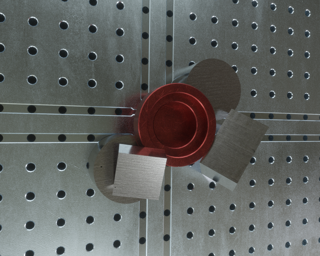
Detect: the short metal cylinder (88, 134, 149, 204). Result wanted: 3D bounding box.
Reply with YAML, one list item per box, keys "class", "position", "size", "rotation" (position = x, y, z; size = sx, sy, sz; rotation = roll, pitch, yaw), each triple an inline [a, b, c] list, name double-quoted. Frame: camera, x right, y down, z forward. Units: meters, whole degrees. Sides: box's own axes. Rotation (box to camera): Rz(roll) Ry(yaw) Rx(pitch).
- class: "short metal cylinder"
  position: [-0.045, 0.048, 0.382]
  size: [0.081, 0.050, 0.079]
  rotation: [0, 90, -20]

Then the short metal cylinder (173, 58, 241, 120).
- class: "short metal cylinder"
  position: [0.062, -0.050, 0.422]
  size: [0.081, 0.050, 0.079]
  rotation: [0, 90, -20]

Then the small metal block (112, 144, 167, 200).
- class: "small metal block"
  position: [-0.023, 0.048, 0.338]
  size: [0.050, 0.025, 0.050]
  rotation: [8, 107, -8]

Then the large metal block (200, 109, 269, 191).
- class: "large metal block"
  position: [0.096, 0.032, 0.412]
  size: [0.050, 0.080, 0.080]
  rotation: [29, 79, 17]

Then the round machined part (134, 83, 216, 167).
- class: "round machined part"
  position: [0.015, -0.004, 0.378]
  size: [0.099, 0.042, 0.097]
  rotation: [0, 90, -20]
